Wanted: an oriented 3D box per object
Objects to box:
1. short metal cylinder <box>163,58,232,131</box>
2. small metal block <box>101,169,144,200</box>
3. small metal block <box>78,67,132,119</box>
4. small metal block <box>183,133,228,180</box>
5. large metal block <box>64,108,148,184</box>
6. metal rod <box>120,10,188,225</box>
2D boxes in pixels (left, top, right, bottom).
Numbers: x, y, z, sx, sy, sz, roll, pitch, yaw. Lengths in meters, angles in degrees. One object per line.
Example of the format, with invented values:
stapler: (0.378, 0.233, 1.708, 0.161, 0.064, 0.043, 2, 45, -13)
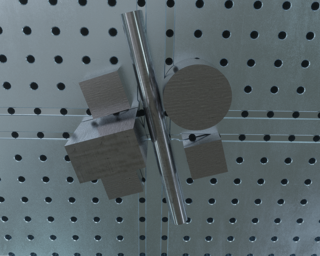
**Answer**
short metal cylinder: (0.044, -0.043, 0.384, 0.081, 0.050, 0.079, 0, 110, -1)
small metal block: (-0.054, 0.068, 0.438, 0.050, 0.025, 0.050, -15, 110, 5)
small metal block: (-0.068, -0.044, 0.396, 0.050, 0.025, 0.050, -16, 110, 5)
small metal block: (0.063, 0.039, 0.428, 0.050, 0.025, 0.050, -14, 110, 4)
large metal block: (-0.062, 0.019, 0.389, 0.080, 0.080, 0.050, -14, 110, 5)
metal rod: (-0.003, 0.001, 0.413, 0.025, 0.025, 0.298, -12, 110, 4)
